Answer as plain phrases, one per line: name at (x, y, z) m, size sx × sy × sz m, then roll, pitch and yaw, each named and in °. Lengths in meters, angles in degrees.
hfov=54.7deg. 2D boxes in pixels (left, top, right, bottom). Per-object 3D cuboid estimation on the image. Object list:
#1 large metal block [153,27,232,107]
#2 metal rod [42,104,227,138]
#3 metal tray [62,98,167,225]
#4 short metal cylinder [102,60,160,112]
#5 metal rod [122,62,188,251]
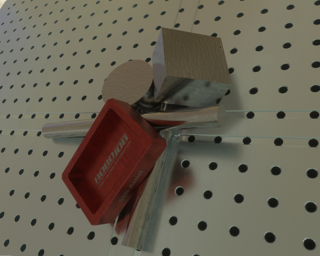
large metal block at (0.037, -0.075, 0.394) m, size 0.081 × 0.050 × 0.080 m, roll 6°, pitch 56°, yaw -15°
metal rod at (-0.057, -0.004, 0.420) m, size 0.300 × 0.025 × 0.025 m, roll -4°, pitch 60°, yaw 34°
metal tray at (-0.061, 0.041, 0.379) m, size 0.090 × 0.030 × 0.129 m, roll 44°, pitch 108°, yaw 33°
short metal cylinder at (-0.035, -0.050, 0.440) m, size 0.080 × 0.050 × 0.080 m, roll -13°, pitch 56°, yaw 21°
metal rod at (0.005, 0.001, 0.405) m, size 0.025 × 0.025 × 0.300 m, roll 1°, pitch 62°, yaw 29°
